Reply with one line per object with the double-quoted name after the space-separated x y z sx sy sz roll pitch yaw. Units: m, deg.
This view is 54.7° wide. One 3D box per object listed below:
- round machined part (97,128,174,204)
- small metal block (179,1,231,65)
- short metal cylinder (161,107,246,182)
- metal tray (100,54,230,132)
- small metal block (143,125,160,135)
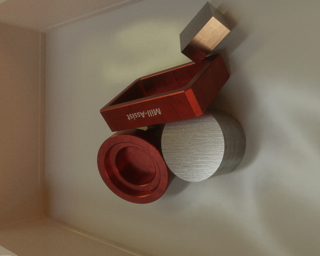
-0.028 0.045 0.400 0.098 0.042 0.097 8 114 19 "round machined part"
0.049 -0.107 0.349 0.050 0.025 0.050 -45 26 30 "small metal block"
0.049 0.017 0.349 0.080 0.050 0.079 0 90 39 "short metal cylinder"
0.004 -0.039 0.358 0.130 0.090 0.030 -9 118 39 "metal tray"
-0.035 -0.004 0.433 0.050 0.025 0.050 -45 63 30 "small metal block"
